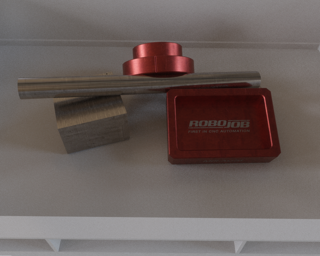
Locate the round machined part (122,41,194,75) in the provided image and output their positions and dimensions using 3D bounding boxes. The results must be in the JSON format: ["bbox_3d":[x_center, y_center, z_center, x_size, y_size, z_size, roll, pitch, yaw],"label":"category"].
[{"bbox_3d":[-0.003,-0.090,0.429,0.099,0.098,0.042,-3,91,-3],"label":"round machined part"}]

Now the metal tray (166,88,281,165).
[{"bbox_3d":[0.074,-0.003,0.385,0.131,0.030,0.090,-1,69,-2],"label":"metal tray"}]

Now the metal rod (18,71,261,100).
[{"bbox_3d":[-0.014,-0.056,0.391,0.302,0.025,0.025,-4,50,-13],"label":"metal rod"}]

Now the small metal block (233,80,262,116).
[{"bbox_3d":[0.118,-0.045,0.442,0.050,0.025,0.050,-9,51,-8],"label":"small metal block"}]

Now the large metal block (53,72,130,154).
[{"bbox_3d":[-0.090,-0.022,0.403,0.081,0.050,0.080,-14,52,-12],"label":"large metal block"}]
